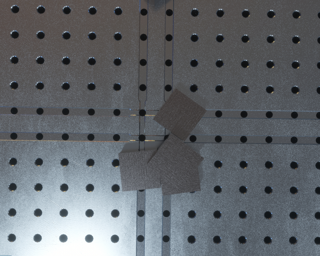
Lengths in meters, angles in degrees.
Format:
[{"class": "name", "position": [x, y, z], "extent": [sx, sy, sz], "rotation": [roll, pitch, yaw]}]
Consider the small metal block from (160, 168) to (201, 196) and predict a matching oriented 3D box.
[{"class": "small metal block", "position": [0.025, 0.060, 0.414], "extent": [0.050, 0.025, 0.050], "rotation": [-7, 90, -1]}]

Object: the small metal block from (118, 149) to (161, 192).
[{"class": "small metal block", "position": [-0.026, 0.055, 0.413], "extent": [0.050, 0.025, 0.050], "rotation": [-6, 90, 0]}]

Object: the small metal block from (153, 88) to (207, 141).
[{"class": "small metal block", "position": [0.026, -0.017, 0.414], "extent": [0.050, 0.025, 0.050], "rotation": [36, 90, -1]}]

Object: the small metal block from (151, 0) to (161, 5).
[{"class": "small metal block", "position": [-0.003, -0.203, 0.413], "extent": [0.050, 0.025, 0.050], "rotation": [-39, 91, 0]}]

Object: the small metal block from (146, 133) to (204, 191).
[{"class": "small metal block", "position": [0.019, 0.041, 0.389], "extent": [0.050, 0.025, 0.050], "rotation": [38, 90, -1]}]
